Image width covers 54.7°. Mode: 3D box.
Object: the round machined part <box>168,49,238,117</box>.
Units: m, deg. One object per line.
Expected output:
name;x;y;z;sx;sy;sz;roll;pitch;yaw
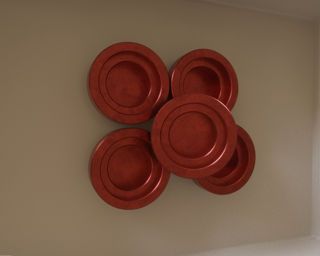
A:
round machined part;0.053;-0.054;0.420;0.099;0.042;0.097;0;90;-21

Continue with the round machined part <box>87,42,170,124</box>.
round machined part;-0.041;-0.053;0.385;0.099;0.042;0.097;0;90;-21

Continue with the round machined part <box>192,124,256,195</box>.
round machined part;0.079;0.040;0.431;0.099;0.042;0.097;0;90;-21

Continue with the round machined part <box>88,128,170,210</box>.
round machined part;-0.040;0.048;0.386;0.099;0.042;0.097;0;90;-21

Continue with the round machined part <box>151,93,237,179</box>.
round machined part;0.038;0.008;0.370;0.099;0.042;0.097;0;95;-2
